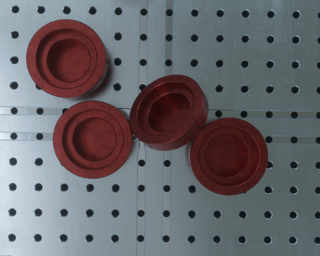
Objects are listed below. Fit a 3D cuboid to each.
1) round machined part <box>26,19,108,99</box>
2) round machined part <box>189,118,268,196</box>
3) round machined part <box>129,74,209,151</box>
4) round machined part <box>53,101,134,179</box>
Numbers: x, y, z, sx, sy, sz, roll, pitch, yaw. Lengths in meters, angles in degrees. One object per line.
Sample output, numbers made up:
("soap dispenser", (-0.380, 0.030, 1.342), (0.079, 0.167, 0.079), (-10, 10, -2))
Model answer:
("round machined part", (-0.116, -0.086, 0.403), (0.099, 0.042, 0.097), (0, 90, -1))
("round machined part", (0.086, 0.035, 0.405), (0.099, 0.042, 0.097), (0, 91, -3))
("round machined part", (0.015, -0.015, 0.389), (0.098, 0.042, 0.098), (-14, 56, 22))
("round machined part", (-0.084, 0.014, 0.404), (0.099, 0.042, 0.097), (0, 90, -1))
